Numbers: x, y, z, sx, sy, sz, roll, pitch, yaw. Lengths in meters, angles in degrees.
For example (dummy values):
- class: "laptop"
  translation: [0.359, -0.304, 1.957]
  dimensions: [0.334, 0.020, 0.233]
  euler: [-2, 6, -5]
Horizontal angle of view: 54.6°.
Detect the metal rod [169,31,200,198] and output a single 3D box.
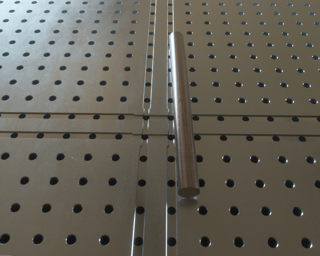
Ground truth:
- class: "metal rod"
  translation: [0.030, -0.043, 0.443]
  dimensions: [0.025, 0.025, 0.300]
  euler: [-1, 50, -1]
